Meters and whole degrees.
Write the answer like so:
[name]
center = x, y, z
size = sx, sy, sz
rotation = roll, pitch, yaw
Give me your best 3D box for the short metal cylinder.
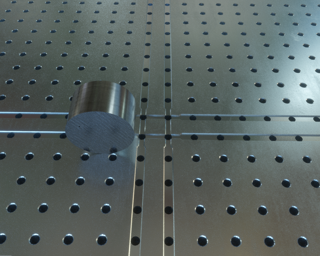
[short metal cylinder]
center = -0.071, -0.012, 0.381
size = 0.081, 0.080, 0.050
rotation = -1, 50, -1
